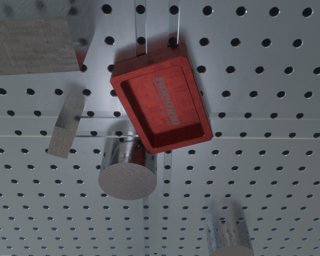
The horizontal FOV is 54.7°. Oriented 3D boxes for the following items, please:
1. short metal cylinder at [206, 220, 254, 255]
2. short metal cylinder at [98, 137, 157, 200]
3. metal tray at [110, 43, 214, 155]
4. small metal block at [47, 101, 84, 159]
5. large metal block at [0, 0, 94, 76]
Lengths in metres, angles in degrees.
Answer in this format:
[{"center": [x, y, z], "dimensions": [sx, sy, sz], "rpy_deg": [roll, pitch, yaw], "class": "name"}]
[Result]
[{"center": [0.130, 0.218, 0.582], "dimensions": [0.081, 0.050, 0.079], "rpy_deg": [0, 130, 0], "class": "short metal cylinder"}, {"center": [-0.044, 0.059, 0.445], "dimensions": [0.081, 0.050, 0.079], "rpy_deg": [0, 130, 0], "class": "short metal cylinder"}, {"center": [0.006, -0.029, 0.383], "dimensions": [0.090, 0.030, 0.130], "rpy_deg": [-15, 129, 12], "class": "metal tray"}, {"center": [-0.120, 0.003, 0.396], "dimensions": [0.025, 0.050, 0.050], "rpy_deg": [18, 128, -15], "class": "small metal block"}, {"center": [-0.114, -0.094, 0.294], "dimensions": [0.080, 0.080, 0.050], "rpy_deg": [-3, 130, 2], "class": "large metal block"}]
